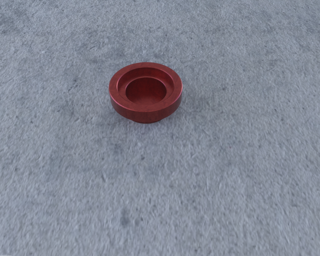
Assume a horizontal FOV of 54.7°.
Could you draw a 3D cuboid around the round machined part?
[{"bbox_3d":[-0.019,-0.044,0.429,0.099,0.042,0.098,0,50,0],"label":"round machined part"}]
